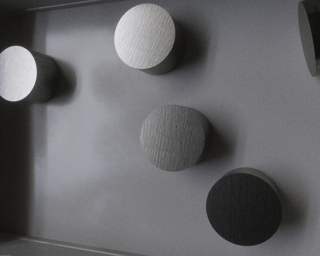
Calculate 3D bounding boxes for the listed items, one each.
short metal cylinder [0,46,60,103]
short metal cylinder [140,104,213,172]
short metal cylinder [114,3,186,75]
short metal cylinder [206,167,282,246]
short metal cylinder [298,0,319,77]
[{"bbox_3d":[-0.201,-0.078,0.468,0.080,0.050,0.080,0,90,20],"label":"short metal cylinder"},{"bbox_3d":[0.022,0.012,0.389,0.080,0.050,0.080,0,90,20],"label":"short metal cylinder"},{"bbox_3d":[-0.011,-0.112,0.401,0.080,0.050,0.080,0,90,20],"label":"short metal cylinder"},{"bbox_3d":[0.099,0.089,0.362,0.080,0.050,0.080,0,90,20],"label":"short metal cylinder"},{"bbox_3d":[0.178,-0.098,0.318,0.050,0.080,0.080,-12,86,20],"label":"short metal cylinder"}]
